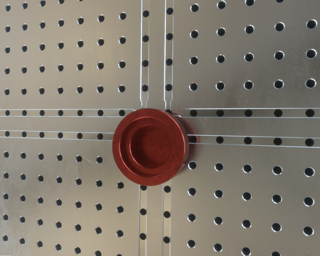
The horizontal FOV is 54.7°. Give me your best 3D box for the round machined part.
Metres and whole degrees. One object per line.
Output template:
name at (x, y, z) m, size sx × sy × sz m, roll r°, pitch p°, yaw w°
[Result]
round machined part at (-0.009, 0.024, 0.406) m, size 0.098 × 0.042 × 0.097 m, roll 0°, pitch 90°, yaw 19°
